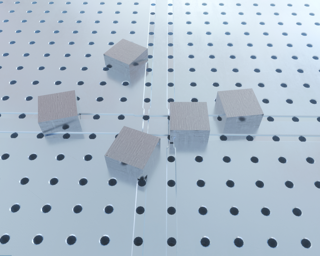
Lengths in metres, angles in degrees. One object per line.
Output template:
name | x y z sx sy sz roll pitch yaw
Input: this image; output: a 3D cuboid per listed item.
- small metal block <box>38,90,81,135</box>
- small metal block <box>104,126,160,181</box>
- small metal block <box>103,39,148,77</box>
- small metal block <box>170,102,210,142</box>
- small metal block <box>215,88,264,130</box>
small metal block | -0.138 -0.022 0.426 0.050 0.025 0.050 -11 51 -9
small metal block | -0.032 0.030 0.382 0.050 0.025 0.050 18 52 14
small metal block | -0.055 -0.115 0.504 0.050 0.025 0.050 26 55 20
small metal block | 0.038 -0.008 0.415 0.050 0.025 0.050 0 50 0
small metal block | 0.109 -0.027 0.431 0.050 0.025 0.050 -5 50 -5
